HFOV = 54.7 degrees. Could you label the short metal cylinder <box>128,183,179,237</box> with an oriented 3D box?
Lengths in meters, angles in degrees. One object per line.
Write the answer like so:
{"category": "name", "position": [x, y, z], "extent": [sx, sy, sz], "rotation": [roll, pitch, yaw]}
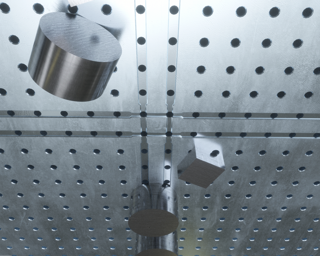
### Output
{"category": "short metal cylinder", "position": [-0.010, 0.136, 0.511], "extent": [0.081, 0.050, 0.079], "rotation": [0, 130, 0]}

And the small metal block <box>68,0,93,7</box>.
{"category": "small metal block", "position": [-0.068, -0.147, 0.286], "extent": [0.050, 0.025, 0.050], "rotation": [-13, 129, 10]}

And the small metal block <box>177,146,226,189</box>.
{"category": "small metal block", "position": [0.061, 0.059, 0.463], "extent": [0.050, 0.025, 0.050], "rotation": [23, 126, -19]}

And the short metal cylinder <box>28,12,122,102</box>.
{"category": "short metal cylinder", "position": [-0.086, -0.072, 0.313], "extent": [0.080, 0.080, 0.050], "rotation": [21, 127, -17]}

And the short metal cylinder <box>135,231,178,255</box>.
{"category": "short metal cylinder", "position": [-0.006, 0.225, 0.587], "extent": [0.081, 0.050, 0.079], "rotation": [0, 130, 0]}
